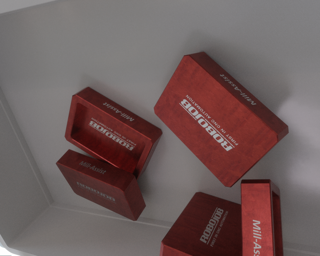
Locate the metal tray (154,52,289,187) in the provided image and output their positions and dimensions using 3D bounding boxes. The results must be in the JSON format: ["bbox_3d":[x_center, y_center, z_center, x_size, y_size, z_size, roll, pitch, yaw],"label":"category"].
[{"bbox_3d":[0.061,-0.010,0.344,0.130,0.030,0.089,47,131,17],"label":"metal tray"}]

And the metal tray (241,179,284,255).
[{"bbox_3d":[0.115,0.127,0.341,0.030,0.090,0.130,-5,71,26],"label":"metal tray"}]

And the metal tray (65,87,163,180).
[{"bbox_3d":[-0.071,0.010,0.448,0.130,0.030,0.089,30,128,8],"label":"metal tray"}]

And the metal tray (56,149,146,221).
[{"bbox_3d":[-0.091,0.089,0.484,0.130,0.030,0.090,16,141,27],"label":"metal tray"}]

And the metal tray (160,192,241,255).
[{"bbox_3d":[0.066,0.133,0.385,0.090,0.131,0.030,14,111,21],"label":"metal tray"}]
